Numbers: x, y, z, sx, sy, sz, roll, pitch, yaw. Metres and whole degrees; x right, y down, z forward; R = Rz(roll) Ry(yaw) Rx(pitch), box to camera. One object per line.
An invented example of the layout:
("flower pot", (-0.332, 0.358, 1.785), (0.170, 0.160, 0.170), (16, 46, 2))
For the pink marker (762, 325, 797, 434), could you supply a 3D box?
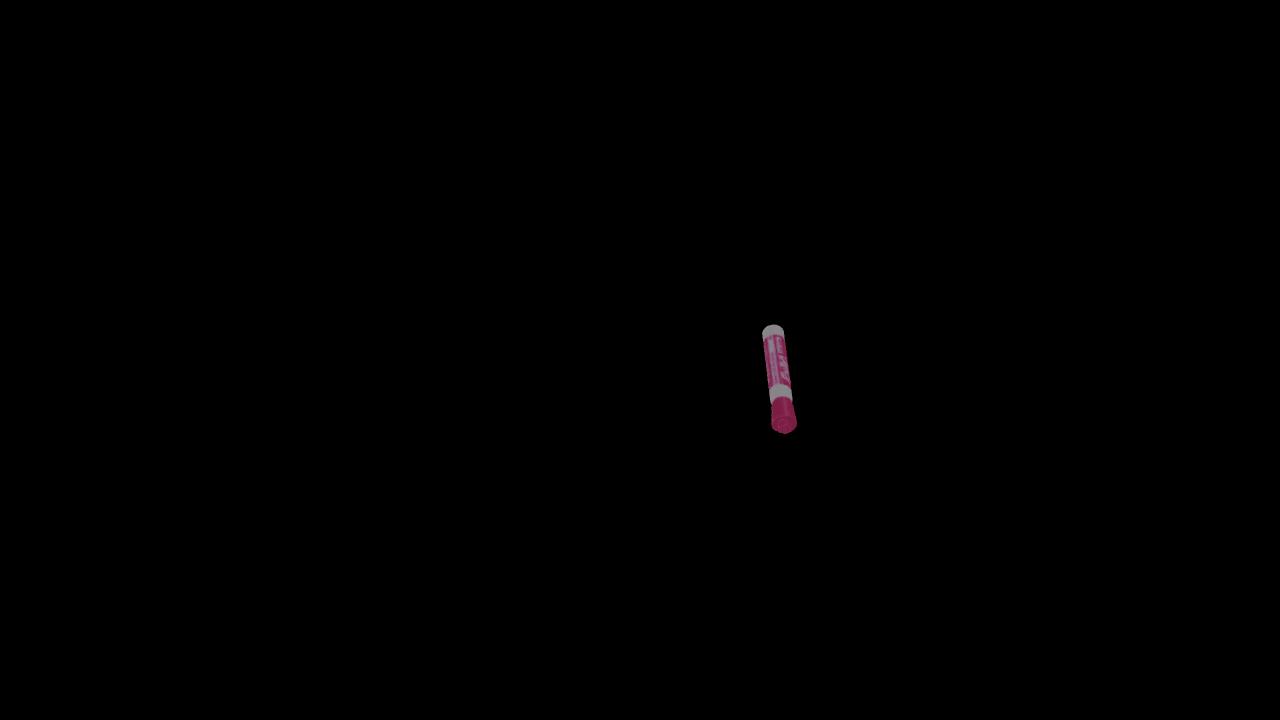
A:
("pink marker", (0.112, 0.014, 0.497), (0.020, 0.020, 0.121), (0, 39, 7))
